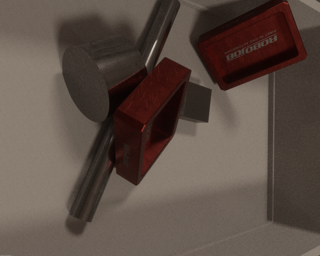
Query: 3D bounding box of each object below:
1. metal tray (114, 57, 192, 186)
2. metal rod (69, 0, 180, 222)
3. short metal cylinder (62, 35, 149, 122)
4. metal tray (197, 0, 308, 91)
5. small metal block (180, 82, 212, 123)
[{"bbox_3d":[-0.010,-0.002,0.339,0.090,0.030,0.129,-52,165,-31],"label":"metal tray"},{"bbox_3d":[-0.035,-0.036,0.378,0.025,0.025,0.299,33,69,-36],"label":"metal rod"},{"bbox_3d":[-0.058,-0.052,0.324,0.050,0.080,0.080,-29,108,-36],"label":"short metal cylinder"},{"bbox_3d":[0.132,-0.118,0.451,0.090,0.130,0.030,54,29,-28],"label":"metal tray"},{"bbox_3d":[0.046,-0.036,0.448,0.050,0.025,0.050,12,83,-40],"label":"small metal block"}]
